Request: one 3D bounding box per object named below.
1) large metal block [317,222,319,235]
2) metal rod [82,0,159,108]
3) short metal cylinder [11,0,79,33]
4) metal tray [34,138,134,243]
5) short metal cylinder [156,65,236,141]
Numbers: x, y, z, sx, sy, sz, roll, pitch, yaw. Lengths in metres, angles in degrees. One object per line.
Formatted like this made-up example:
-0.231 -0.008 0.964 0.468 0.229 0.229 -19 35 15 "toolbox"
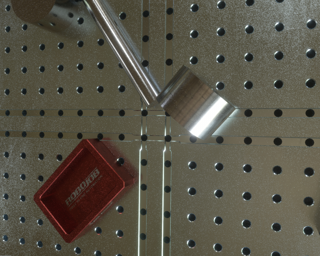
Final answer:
0.222 0.092 0.321 0.080 0.050 0.079 17 96 19 "large metal block"
-0.083 -0.159 0.440 0.025 0.025 0.299 -34 79 16 "metal rod"
-0.169 -0.188 0.457 0.080 0.050 0.079 0 90 19 "short metal cylinder"
-0.112 0.089 0.448 0.090 0.030 0.130 46 104 13 "metal tray"
0.042 -0.030 0.368 0.080 0.080 0.050 44 104 14 "short metal cylinder"
